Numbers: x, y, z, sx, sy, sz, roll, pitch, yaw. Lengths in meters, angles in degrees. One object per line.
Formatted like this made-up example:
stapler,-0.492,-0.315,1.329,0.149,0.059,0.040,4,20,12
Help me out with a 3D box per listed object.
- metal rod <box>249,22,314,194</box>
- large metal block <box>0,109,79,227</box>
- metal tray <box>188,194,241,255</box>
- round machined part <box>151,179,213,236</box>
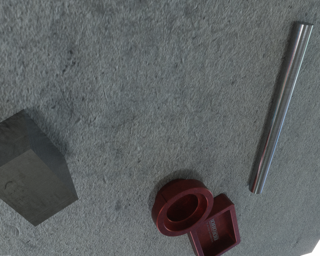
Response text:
metal rod,0.188,-0.015,0.500,0.025,0.025,0.298,-10,123,-24
large metal block,-0.136,0.040,0.322,0.050,0.080,0.080,-33,129,-7
metal tray,0.099,0.191,0.575,0.091,0.030,0.129,-27,128,-11
round machined part,0.031,0.119,0.487,0.099,0.042,0.097,-14,124,-21
